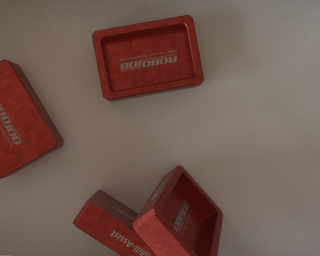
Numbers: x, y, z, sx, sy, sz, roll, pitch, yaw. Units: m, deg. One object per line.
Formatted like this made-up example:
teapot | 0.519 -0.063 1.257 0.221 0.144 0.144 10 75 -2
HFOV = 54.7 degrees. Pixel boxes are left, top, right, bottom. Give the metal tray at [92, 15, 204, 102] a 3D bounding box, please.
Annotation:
metal tray | -0.015 -0.090 0.408 0.131 0.030 0.089 -10 90 -1

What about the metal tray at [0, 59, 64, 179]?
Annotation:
metal tray | -0.200 -0.011 0.406 0.090 0.030 0.130 -30 90 -1

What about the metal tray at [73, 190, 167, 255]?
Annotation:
metal tray | -0.034 0.128 0.377 0.130 0.090 0.030 33 86 -1

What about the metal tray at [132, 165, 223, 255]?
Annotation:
metal tray | 0.028 0.105 0.358 0.030 0.130 0.090 -41 90 21
